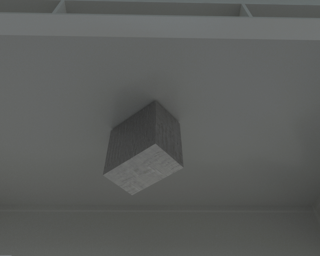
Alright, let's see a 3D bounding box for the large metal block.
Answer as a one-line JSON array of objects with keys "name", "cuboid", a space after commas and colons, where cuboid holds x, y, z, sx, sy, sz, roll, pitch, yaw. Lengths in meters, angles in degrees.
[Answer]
[{"name": "large metal block", "cuboid": [-0.020, 0.025, 0.390, 0.080, 0.080, 0.050, -32, 123, 24]}]
